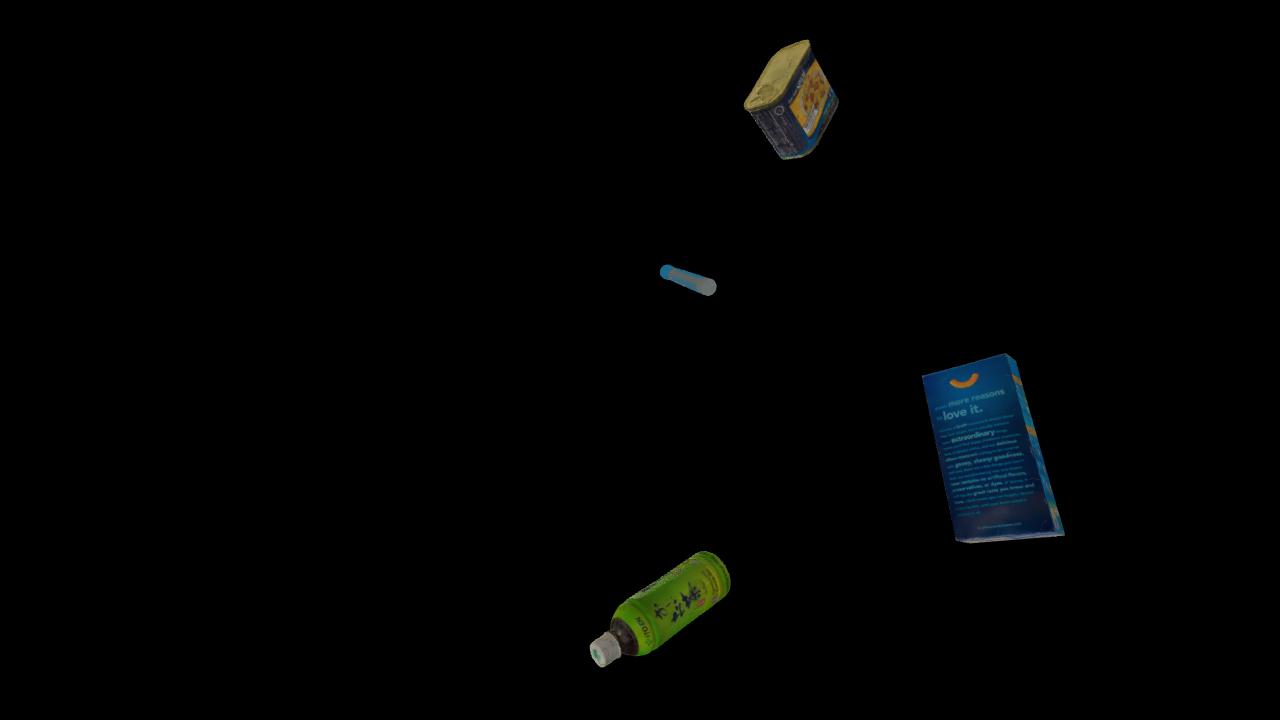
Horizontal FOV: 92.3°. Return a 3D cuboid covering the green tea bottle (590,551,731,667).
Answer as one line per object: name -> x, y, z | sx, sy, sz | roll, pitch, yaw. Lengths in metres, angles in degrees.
green tea bottle -> 0.027, 0.323, 0.791 | 0.212, 0.073, 0.073 | -21, 14, -40

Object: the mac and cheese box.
mac and cheese box -> 0.365, 0.094, 0.646 | 0.041, 0.184, 0.093 | 20, -31, -38

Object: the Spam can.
Spam can -> 0.180, -0.301, 0.720 | 0.085, 0.101, 0.058 | 40, -19, -34

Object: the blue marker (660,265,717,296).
blue marker -> 0.053, -0.095, 0.716 | 0.020, 0.020, 0.121 | 0, 16, -22
